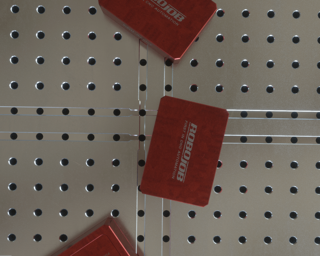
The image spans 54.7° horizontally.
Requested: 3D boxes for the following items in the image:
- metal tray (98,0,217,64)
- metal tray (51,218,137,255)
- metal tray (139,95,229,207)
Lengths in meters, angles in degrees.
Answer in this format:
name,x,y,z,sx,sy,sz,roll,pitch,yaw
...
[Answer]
name,x,y,z,sx,sy,sz,roll,pitch,yaw
metal tray,-0.003,-0.159,0.411,0.130,0.030,0.090,36,90,-1
metal tray,-0.096,0.194,0.409,0.130,0.030,0.090,-34,90,-1
metal tray,0.031,0.030,0.411,0.091,0.030,0.129,13,90,-1
